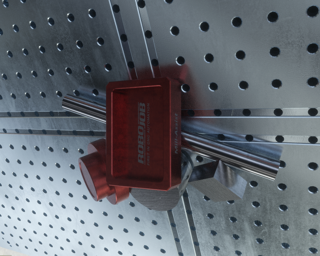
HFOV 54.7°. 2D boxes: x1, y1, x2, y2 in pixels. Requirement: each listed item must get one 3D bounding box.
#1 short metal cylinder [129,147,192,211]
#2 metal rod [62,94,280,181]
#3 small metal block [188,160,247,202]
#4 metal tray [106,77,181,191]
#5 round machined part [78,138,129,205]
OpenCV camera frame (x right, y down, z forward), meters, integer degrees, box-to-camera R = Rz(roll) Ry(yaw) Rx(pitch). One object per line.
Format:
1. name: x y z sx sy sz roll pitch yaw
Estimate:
1. short metal cylinder: -0.001 0.068 0.433 0.080 0.050 0.079 13 124 21
2. metal rod: 0.001 0.006 0.409 0.301 0.025 0.025 18 126 17
3. small metal block: 0.073 0.069 0.397 0.050 0.025 0.050 38 147 -18
4. metal tray: -0.021 0.007 0.380 0.090 0.030 0.129 0 89 27
5. round machined part: -0.086 0.068 0.452 0.098 0.042 0.097 43 145 42
